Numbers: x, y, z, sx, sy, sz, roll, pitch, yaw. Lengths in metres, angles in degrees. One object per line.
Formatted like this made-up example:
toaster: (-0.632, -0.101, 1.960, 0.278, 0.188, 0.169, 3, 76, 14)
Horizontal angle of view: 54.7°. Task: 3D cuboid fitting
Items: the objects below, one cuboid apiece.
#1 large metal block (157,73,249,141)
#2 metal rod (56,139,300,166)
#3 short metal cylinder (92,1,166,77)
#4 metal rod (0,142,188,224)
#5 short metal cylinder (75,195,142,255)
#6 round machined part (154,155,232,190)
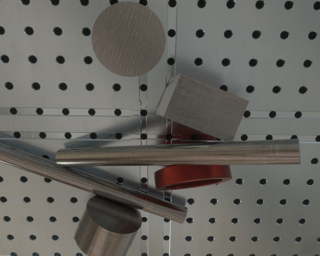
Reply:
large metal block: (0.046, -0.024, 0.370, 0.080, 0.080, 0.050, 21, 92, -8)
metal rod: (0.000, 0.032, 0.364, 0.300, 0.025, 0.025, -4, 112, 25)
short metal cylinder: (-0.034, -0.104, 0.361, 0.081, 0.050, 0.079, 0, 110, 0)
metal rod: (-0.104, 0.077, 0.440, 0.302, 0.025, 0.025, 21, 109, -8)
short metal cylinder: (-0.072, 0.137, 0.434, 0.080, 0.080, 0.050, 22, 109, -8)
round machined part: (0.041, 0.053, 0.405, 0.099, 0.098, 0.042, -8, 73, 3)
